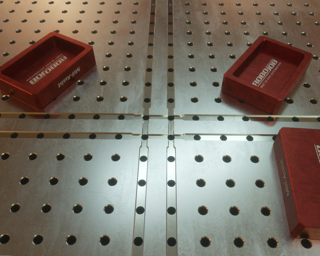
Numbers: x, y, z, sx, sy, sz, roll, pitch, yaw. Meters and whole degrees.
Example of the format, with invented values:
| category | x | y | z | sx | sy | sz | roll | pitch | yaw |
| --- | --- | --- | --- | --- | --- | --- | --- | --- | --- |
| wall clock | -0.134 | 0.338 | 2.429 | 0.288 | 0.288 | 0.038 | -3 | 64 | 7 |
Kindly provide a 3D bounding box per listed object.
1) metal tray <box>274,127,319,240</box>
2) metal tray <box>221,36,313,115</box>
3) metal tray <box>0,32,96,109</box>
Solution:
| category | x | y | z | sx | sy | sz | roll | pitch | yaw |
| --- | --- | --- | --- | --- | --- | --- | --- | --- | --- |
| metal tray | 0.189 | 0.060 | 0.355 | 0.090 | 0.030 | 0.130 | 4 | 50 | 3 |
| metal tray | 0.166 | -0.086 | 0.477 | 0.090 | 0.030 | 0.131 | 30 | 56 | 22 |
| metal tray | -0.176 | -0.095 | 0.483 | 0.090 | 0.030 | 0.130 | 25 | 54 | 19 |
